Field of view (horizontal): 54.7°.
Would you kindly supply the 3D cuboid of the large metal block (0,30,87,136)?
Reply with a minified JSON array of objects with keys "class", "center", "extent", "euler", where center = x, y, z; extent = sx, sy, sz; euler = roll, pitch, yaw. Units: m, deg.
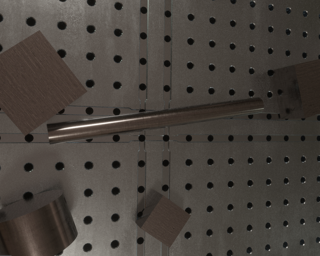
[{"class":"large metal block","center":[-0.142,-0.048,0.347],"extent":[0.080,0.050,0.080],"euler":[-40,103,-16]}]

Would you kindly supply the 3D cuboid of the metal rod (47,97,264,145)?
[{"class":"metal rod","center":[0.009,-0.013,0.416],"extent":[0.303,0.025,0.025],"euler":[-8,93,-20]}]

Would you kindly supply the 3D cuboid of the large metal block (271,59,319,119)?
[{"class":"large metal block","center":[0.231,-0.063,0.487],"extent":[0.081,0.050,0.080],"euler":[-15,95,-20]}]

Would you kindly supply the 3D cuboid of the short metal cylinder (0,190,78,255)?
[{"class":"short metal cylinder","center":[-0.136,0.106,0.334],"extent":[0.081,0.080,0.050],"euler":[-19,97,-19]}]

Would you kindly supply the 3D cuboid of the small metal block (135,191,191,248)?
[{"class":"small metal block","center":[0.004,0.122,0.416],"extent":[0.050,0.025,0.050],"euler":[39,77,-16]}]
